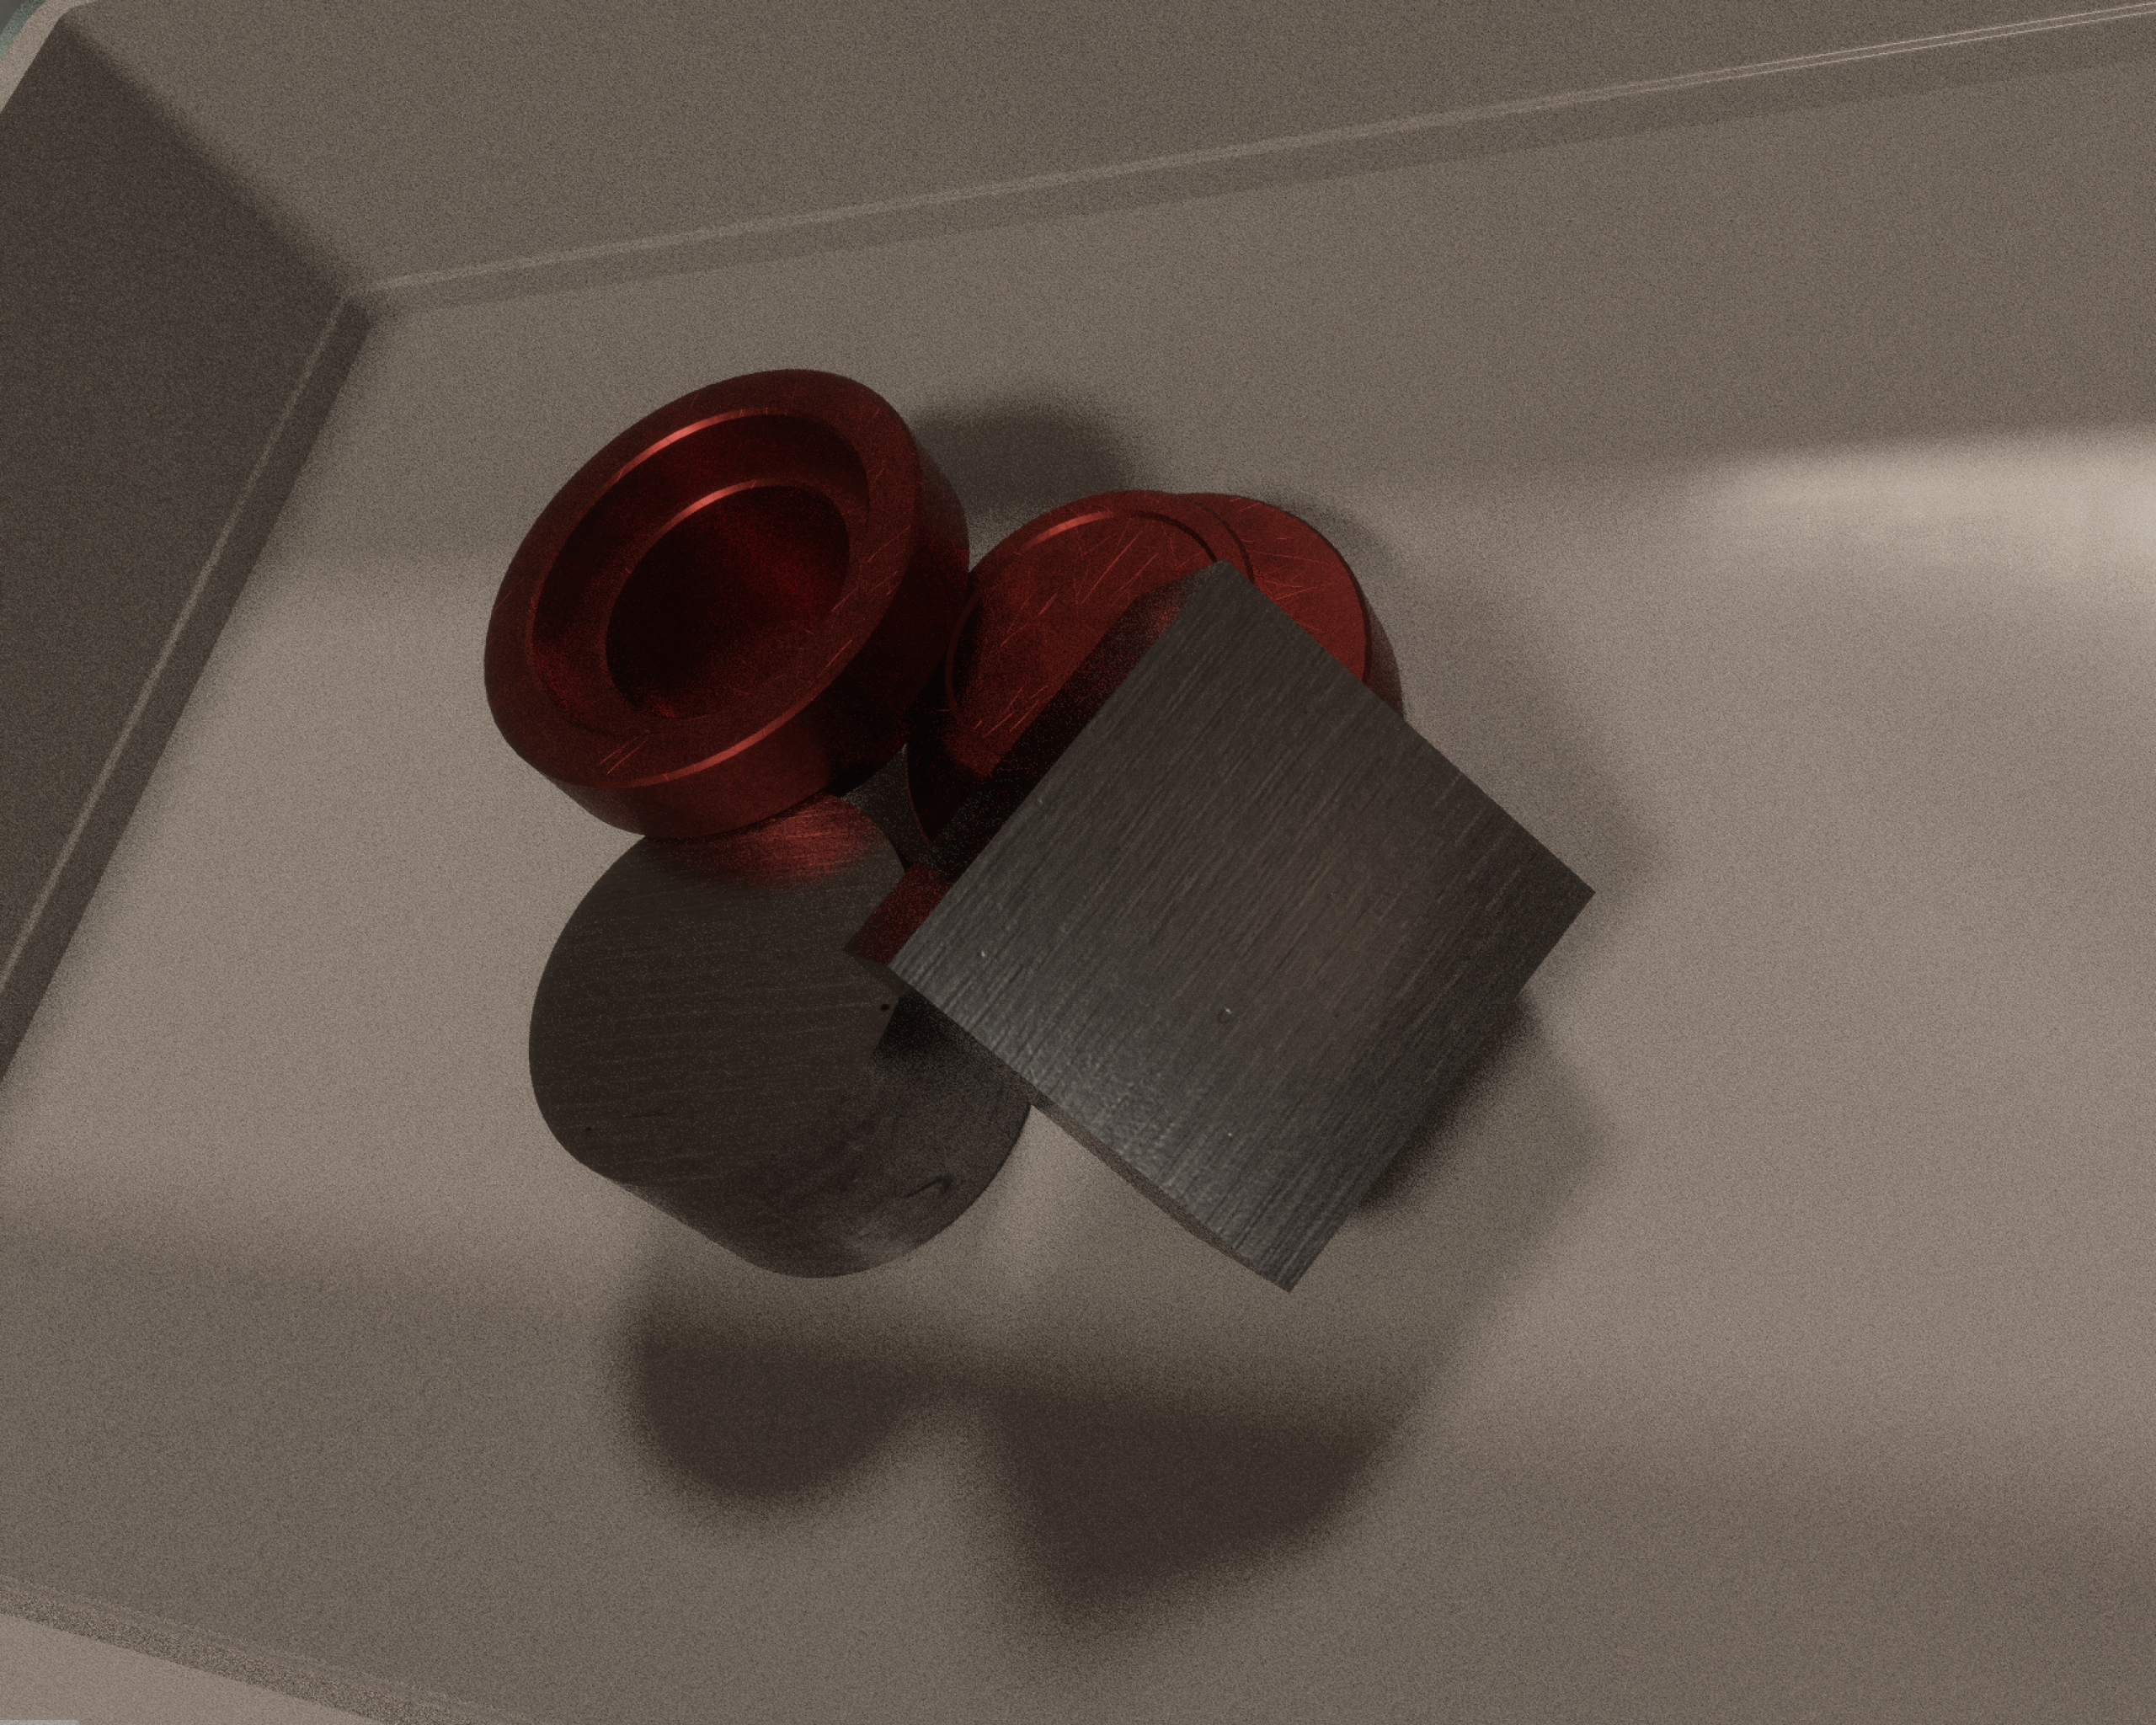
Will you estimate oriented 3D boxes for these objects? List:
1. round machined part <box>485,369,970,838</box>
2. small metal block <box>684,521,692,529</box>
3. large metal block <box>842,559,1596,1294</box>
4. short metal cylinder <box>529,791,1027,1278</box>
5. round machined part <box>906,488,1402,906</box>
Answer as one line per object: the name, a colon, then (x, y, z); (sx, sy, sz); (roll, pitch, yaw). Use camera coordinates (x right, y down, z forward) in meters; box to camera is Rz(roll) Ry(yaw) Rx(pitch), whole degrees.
round machined part: (-0.065, -0.047, 0.417); (0.098, 0.042, 0.098); (-13, 56, 20)
small metal block: (-0.071, -0.070, 0.465); (0.050, 0.050, 0.025); (-39, 51, 2)
large metal block: (0.021, 0.010, 0.342); (0.080, 0.080, 0.050); (-51, 11, -9)
short metal cylinder: (-0.055, 0.032, 0.395); (0.080, 0.050, 0.080); (-13, 56, 20)
round machined part: (0.009, -0.033, 0.405); (0.098, 0.042, 0.098); (-13, 56, 20)
